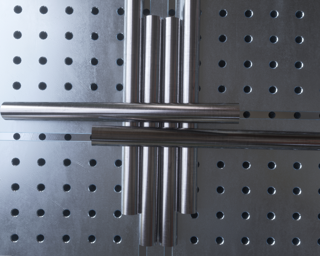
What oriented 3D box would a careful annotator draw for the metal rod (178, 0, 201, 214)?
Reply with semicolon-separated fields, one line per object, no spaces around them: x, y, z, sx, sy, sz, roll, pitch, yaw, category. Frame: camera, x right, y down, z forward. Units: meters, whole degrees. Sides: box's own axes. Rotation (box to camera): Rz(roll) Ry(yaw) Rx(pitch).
0.039;-0.038;0.413;0.025;0.025;0.298;1;90;0;metal rod

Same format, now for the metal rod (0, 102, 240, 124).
-0.056;-0.020;0.390;0.301;0.025;0.025;1;90;9;metal rod

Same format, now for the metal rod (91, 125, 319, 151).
0.068;0.013;0.393;0.302;0.025;0.025;2;90;-9;metal rod

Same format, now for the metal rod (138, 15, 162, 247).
-0.013;0.004;0.412;0.025;0.025;0.298;1;90;0;metal rod

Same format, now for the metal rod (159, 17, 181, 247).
0.014;0.005;0.414;0.025;0.025;0.298;1;90;0;metal rod

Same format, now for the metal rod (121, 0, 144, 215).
-0.037;-0.037;0.412;0.025;0.025;0.298;1;90;0;metal rod
